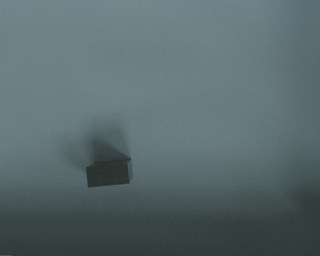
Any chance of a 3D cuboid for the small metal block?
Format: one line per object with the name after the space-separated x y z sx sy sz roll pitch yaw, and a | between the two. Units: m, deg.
-0.063 0.057 0.399 0.050 0.050 0.025 -6 90 0 | small metal block
